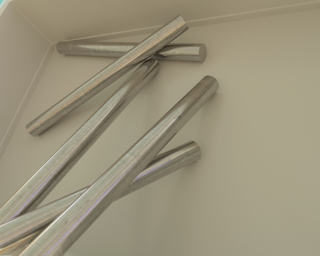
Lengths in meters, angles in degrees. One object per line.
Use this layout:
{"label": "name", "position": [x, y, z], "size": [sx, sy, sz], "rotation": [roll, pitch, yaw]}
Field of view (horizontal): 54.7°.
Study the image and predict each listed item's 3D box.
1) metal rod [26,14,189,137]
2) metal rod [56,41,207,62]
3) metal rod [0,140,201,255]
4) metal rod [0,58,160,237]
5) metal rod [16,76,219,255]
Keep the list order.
{"label": "metal rod", "position": [-0.088, -0.074, 0.475], "size": [0.300, 0.025, 0.025], "rotation": [-32, 52, 14]}
{"label": "metal rod", "position": [-0.065, -0.131, 0.517], "size": [0.300, 0.025, 0.025], "rotation": [11, 67, 32]}
{"label": "metal rod", "position": [-0.079, 0.073, 0.292], "size": [0.302, 0.025, 0.025], "rotation": [-21, 43, -32]}
{"label": "metal rod", "position": [-0.078, -0.002, 0.374], "size": [0.025, 0.025, 0.301], "rotation": [6, 42, 30]}
{"label": "metal rod", "position": [-0.018, 0.025, 0.316], "size": [0.025, 0.025, 0.302], "rotation": [14, 43, 33]}
